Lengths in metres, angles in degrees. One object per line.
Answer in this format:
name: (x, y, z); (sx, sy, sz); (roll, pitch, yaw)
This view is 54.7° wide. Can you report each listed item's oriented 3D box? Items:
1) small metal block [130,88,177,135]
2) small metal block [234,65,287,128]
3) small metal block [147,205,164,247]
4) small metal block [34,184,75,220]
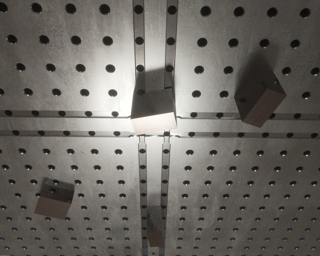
small metal block: (-0.007, -0.021, 0.378); (0.050, 0.050, 0.025); (-9, 130, 7)
small metal block: (0.116, -0.037, 0.366); (0.025, 0.050, 0.050); (17, 128, -15)
small metal block: (-0.007, 0.172, 0.542); (0.025, 0.050, 0.050); (-4, 130, 3)
small metal block: (-0.176, 0.123, 0.514); (0.050, 0.025, 0.050); (19, 128, -16)
